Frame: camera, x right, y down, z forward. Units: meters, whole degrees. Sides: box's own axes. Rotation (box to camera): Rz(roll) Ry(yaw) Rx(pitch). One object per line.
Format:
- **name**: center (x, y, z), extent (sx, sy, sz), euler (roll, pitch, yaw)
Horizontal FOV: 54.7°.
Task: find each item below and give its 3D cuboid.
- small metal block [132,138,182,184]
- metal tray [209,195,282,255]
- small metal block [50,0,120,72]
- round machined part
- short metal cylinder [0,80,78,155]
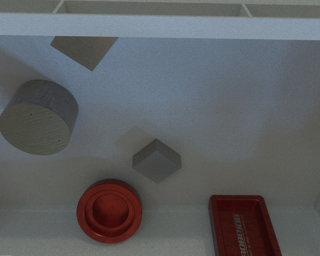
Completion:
- **small metal block**: center (-0.005, 0.049, 0.451), extent (0.050, 0.025, 0.050), euler (36, 121, -27)
- **metal tray**: center (0.130, 0.166, 0.484), extent (0.091, 0.130, 0.030), euler (1, 130, -1)
- **small metal block**: center (-0.078, -0.096, 0.326), extent (0.050, 0.025, 0.050), euler (31, 123, -25)
- **round machined part**: center (-0.077, 0.126, 0.486), extent (0.099, 0.042, 0.097), euler (0, 99, -1)
- **short metal cylinder**: center (-0.146, -0.012, 0.380), extent (0.081, 0.050, 0.079), euler (0, 130, 0)
